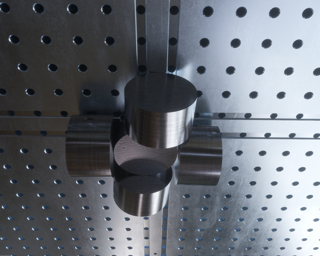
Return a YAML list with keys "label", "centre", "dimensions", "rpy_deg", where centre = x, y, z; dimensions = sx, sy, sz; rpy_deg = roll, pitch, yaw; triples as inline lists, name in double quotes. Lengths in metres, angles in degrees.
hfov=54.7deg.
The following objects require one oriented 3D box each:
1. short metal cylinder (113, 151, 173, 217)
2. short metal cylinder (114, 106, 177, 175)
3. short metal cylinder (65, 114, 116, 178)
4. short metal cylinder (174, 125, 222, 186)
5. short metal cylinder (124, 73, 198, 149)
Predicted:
- label: "short metal cylinder"
  centre: [-0.025, 0.077, 0.439]
  dimensions: [0.081, 0.080, 0.050]
  rpy_deg: [5, 130, -4]
- label: "short metal cylinder"
  centre: [-0.019, 0.017, 0.410]
  dimensions: [0.081, 0.050, 0.079]
  rpy_deg: [-1, 130, -1]
- label: "short metal cylinder"
  centre: [-0.084, 0.023, 0.394]
  dimensions: [0.050, 0.080, 0.079]
  rpy_deg: [1, 130, -2]
- label: "short metal cylinder"
  centre: [0.047, 0.035, 0.406]
  dimensions: [0.050, 0.080, 0.079]
  rpy_deg: [3, 130, -3]
- label: "short metal cylinder"
  centre: [0.000, -0.022, 0.356]
  dimensions: [0.081, 0.080, 0.050]
  rpy_deg: [2, 130, -2]
